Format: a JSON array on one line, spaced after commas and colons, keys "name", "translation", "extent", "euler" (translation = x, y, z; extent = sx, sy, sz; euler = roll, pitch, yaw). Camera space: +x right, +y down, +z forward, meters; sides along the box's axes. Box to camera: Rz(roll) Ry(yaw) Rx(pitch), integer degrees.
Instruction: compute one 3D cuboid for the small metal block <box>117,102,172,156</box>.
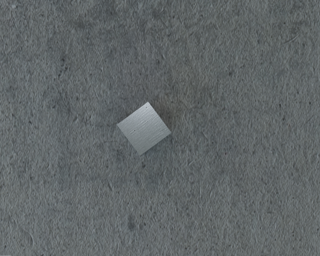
[{"name": "small metal block", "translation": [-0.020, 0.001, 0.411], "extent": [0.050, 0.025, 0.050], "euler": [-37, 90, 0]}]
